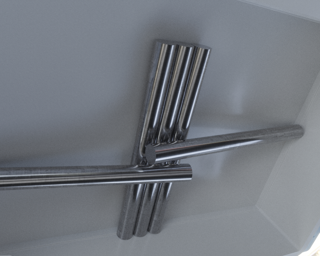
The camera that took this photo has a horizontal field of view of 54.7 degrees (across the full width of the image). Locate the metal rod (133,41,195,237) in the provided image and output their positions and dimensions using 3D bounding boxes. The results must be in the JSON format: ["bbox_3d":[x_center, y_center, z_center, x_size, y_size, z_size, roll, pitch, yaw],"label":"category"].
[{"bbox_3d":[-0.002,0.032,0.427,0.025,0.025,0.298,-2,119,-28],"label":"metal rod"}]

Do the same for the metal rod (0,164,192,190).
[{"bbox_3d":[-0.101,0.058,0.368,0.303,0.025,0.025,2,118,-23],"label":"metal rod"}]

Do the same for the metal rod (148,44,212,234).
[{"bbox_3d":[0.020,0.032,0.440,0.025,0.025,0.298,-2,119,-28],"label":"metal rod"}]

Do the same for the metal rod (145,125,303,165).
[{"bbox_3d":[0.114,0.019,0.461,0.303,0.025,0.025,-6,121,-33],"label":"metal rod"}]

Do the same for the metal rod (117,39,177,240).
[{"bbox_3d":[-0.024,0.033,0.416,0.025,0.025,0.298,-2,119,-28],"label":"metal rod"}]
